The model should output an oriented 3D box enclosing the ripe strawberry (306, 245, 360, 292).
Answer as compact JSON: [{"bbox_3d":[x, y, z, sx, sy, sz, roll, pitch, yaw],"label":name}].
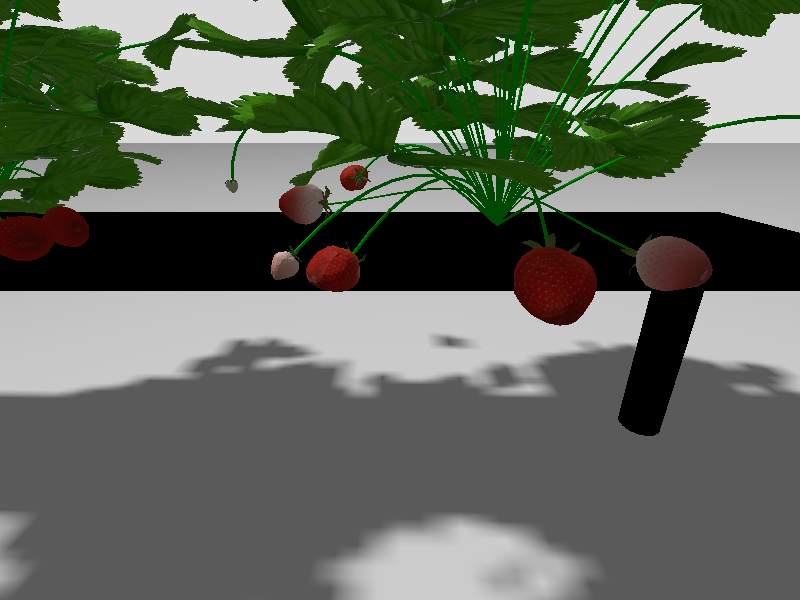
[{"bbox_3d":[-0.034,-0.014,0.198,0.027,0.024,0.024,16,34,33],"label":"ripe strawberry"}]

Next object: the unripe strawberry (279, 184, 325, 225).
[{"bbox_3d":[-0.085,-0.084,0.349,0.039,0.033,0.039,0,23,2],"label":"unripe strawberry"}]

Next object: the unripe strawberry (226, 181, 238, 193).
[{"bbox_3d":[-0.159,-0.107,0.380,0.011,0.011,0.010,4,23,9],"label":"unripe strawberry"}]

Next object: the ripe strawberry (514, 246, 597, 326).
[{"bbox_3d":[0.066,-0.005,0.170,0.034,0.034,0.030,2,-38,5],"label":"ripe strawberry"}]

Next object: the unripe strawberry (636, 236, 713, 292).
[{"bbox_3d":[0.137,-0.017,0.200,0.032,0.027,0.032,-7,25,-17],"label":"unripe strawberry"}]

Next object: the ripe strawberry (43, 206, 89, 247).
[{"bbox_3d":[-0.231,-0.050,0.278,0.027,0.028,0.025,13,26,26],"label":"ripe strawberry"}]

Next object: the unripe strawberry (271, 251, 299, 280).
[{"bbox_3d":[-0.065,-0.018,0.223,0.015,0.016,0.016,23,-21,43],"label":"unripe strawberry"}]

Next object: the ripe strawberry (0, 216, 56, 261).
[{"bbox_3d":[-0.232,-0.037,0.248,0.028,0.028,0.031,18,29,35],"label":"ripe strawberry"}]

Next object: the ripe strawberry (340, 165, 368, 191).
[{"bbox_3d":[-0.064,-0.166,0.542,0.039,0.033,0.039,-15,22,-32],"label":"ripe strawberry"}]
